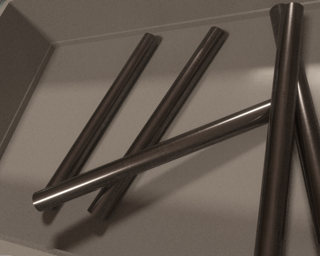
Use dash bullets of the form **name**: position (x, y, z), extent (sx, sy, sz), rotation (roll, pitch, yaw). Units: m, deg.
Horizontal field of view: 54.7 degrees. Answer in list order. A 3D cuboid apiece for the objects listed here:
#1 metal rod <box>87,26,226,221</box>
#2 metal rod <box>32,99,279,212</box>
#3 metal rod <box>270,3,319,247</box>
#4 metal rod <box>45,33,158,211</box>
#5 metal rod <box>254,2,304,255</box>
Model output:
- **metal rod**: position (0.002, -0.015, 0.412), extent (0.025, 0.025, 0.300), rotation (24, 74, 36)
- **metal rod**: position (-0.008, 0.034, 0.363), extent (0.301, 0.025, 0.025), rotation (-22, 53, 5)
- **metal rod**: position (0.155, -0.028, 0.341), extent (0.025, 0.025, 0.299), rotation (-11, 57, 22)
- **metal rod**: position (-0.085, -0.019, 0.460), extent (0.025, 0.025, 0.300), rotation (19, 71, 35)
- **metal rod**: position (0.124, 0.000, 0.317), extent (0.025, 0.025, 0.299), rotation (2, 70, 29)
